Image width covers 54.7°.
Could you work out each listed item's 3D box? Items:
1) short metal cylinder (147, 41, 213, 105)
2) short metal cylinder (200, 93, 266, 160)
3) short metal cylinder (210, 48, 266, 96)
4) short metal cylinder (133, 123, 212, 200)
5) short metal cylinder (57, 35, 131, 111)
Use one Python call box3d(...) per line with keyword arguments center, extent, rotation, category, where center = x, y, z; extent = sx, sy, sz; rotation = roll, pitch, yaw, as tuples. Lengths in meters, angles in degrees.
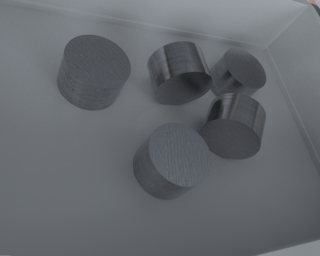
box3d(center=(0.027, -0.074, 0.430), extent=(0.081, 0.080, 0.050), rotation=(0, 62, -28), category="short metal cylinder")
box3d(center=(0.100, -0.001, 0.425), extent=(0.080, 0.080, 0.050), rotation=(32, 52, -8), category="short metal cylinder")
box3d(center=(0.125, -0.084, 0.507), extent=(0.081, 0.050, 0.080), rotation=(14, 56, -21), category="short metal cylinder")
box3d(center=(0.014, 0.040, 0.372), extent=(0.081, 0.050, 0.080), rotation=(14, 56, -21), category="short metal cylinder")
box3d(center=(-0.083, -0.069, 0.387), extent=(0.081, 0.050, 0.080), rotation=(14, 56, -21), category="short metal cylinder")
